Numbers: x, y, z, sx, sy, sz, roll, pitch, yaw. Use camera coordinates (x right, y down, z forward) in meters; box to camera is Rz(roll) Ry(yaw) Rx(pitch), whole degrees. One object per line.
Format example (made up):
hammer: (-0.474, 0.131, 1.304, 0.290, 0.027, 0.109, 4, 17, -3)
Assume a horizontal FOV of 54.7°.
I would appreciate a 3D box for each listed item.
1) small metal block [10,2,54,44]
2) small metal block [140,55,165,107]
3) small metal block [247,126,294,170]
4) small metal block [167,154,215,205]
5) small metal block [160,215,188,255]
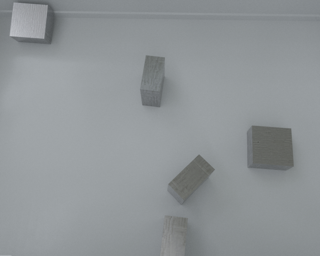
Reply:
small metal block: (-0.188, -0.154, 0.457, 0.050, 0.025, 0.050, 5, 87, 1)
small metal block: (-0.009, -0.062, 0.419, 0.025, 0.050, 0.050, 7, 70, 3)
small metal block: (0.141, 0.026, 0.401, 0.050, 0.025, 0.050, 4, 70, 1)
small metal block: (0.036, 0.063, 0.373, 0.050, 0.050, 0.025, -42, 75, -14)
small metal block: (0.015, 0.127, 0.350, 0.025, 0.050, 0.050, 7, 70, 2)
